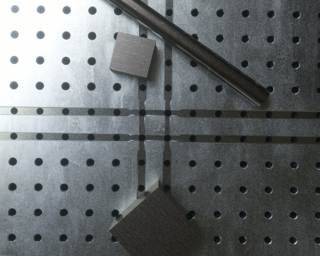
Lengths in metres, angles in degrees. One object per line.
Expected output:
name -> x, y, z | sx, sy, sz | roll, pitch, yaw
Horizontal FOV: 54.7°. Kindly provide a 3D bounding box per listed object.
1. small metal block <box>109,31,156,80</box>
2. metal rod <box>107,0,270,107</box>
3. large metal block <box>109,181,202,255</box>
small metal block -> -0.036, -0.095, 0.413 | 0.050, 0.025, 0.050 | 14, 90, -1
metal rod -> 0.016, -0.125, 0.413 | 0.301, 0.025, 0.025 | 35, 90, -1
large metal block -> -0.005, 0.128, 0.401 | 0.080, 0.050, 0.080 | -42, 91, 0
